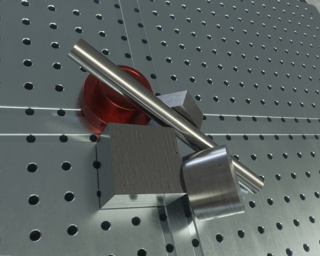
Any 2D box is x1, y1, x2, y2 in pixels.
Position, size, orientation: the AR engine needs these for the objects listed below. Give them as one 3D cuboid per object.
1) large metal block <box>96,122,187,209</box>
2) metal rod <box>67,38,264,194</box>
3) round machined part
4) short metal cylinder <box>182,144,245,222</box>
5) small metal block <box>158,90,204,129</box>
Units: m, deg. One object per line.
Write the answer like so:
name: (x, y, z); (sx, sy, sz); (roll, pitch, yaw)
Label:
large metal block: (-0.024, 0.043, 0.351); (0.081, 0.050, 0.080); (5, 60, -26)
metal rod: (0.022, -0.003, 0.381); (0.301, 0.025, 0.025); (36, 50, -21)
round machined part: (-0.049, -0.042, 0.397); (0.099, 0.042, 0.098); (14, 56, -21)
short metal cylinder: (0.063, 0.064, 0.361); (0.080, 0.050, 0.080); (-17, 90, -76)
small metal block: (0.022, -0.019, 0.405); (0.050, 0.050, 0.025); (51, 45, -39)
